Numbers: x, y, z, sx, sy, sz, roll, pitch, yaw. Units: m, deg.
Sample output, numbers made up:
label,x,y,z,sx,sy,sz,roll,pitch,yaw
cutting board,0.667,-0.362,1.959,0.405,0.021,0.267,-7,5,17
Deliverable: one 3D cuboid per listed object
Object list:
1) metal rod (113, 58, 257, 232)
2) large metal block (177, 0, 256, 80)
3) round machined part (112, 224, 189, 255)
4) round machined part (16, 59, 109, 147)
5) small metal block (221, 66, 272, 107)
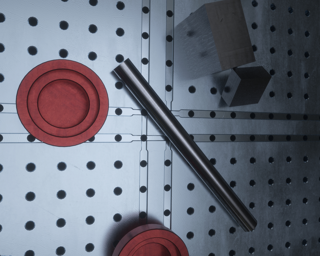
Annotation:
label,x,y,z,sx,sy,sz,roll,pitch,yaw
metal rod,0.042,0.032,0.428,0.025,0.025,0.300,-43,104,-15
large metal block,0.072,-0.114,0.410,0.050,0.080,0.080,-18,96,-19
round machined part,-0.015,0.172,0.398,0.099,0.042,0.097,0,90,-20
round machined part,-0.113,-0.027,0.362,0.099,0.042,0.097,0,90,-20
small metal block,0.122,-0.059,0.443,0.050,0.050,0.025,-8,49,-20
